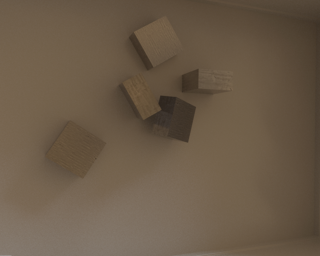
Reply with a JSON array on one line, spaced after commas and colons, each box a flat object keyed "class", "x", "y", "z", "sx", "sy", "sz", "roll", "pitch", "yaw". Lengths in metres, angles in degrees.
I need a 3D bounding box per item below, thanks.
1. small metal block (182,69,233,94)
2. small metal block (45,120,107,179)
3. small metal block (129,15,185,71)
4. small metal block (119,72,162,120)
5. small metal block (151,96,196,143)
[{"class": "small metal block", "x": 0.063, "y": -0.062, "z": 0.420, "sx": 0.050, "sy": 0.050, "sz": 0.025, "roll": 1, "pitch": 90, "yaw": -20}, {"class": "small metal block", "x": -0.101, "y": 0.025, "z": 0.373, "sx": 0.050, "sy": 0.025, "sz": 0.050, "roll": 35, "pitch": 79, "yaw": -17}, {"class": "small metal block", "x": -0.004, "y": -0.111, "z": 0.409, "sx": 0.050, "sy": 0.025, "sz": 0.050, "roll": -33, "pitch": 101, "yaw": -17}, {"class": "small metal block", "x": -0.026, "y": -0.039, "z": 0.386, "sx": 0.025, "sy": 0.050, "sz": 0.050, "roll": -30, "pitch": 100, "yaw": -9}, {"class": "small metal block", "x": 0.019, "y": -0.011, "z": 0.405, "sx": 0.050, "sy": 0.025, "sz": 0.050, "roll": 19, "pitch": 83, "yaw": -53}]
